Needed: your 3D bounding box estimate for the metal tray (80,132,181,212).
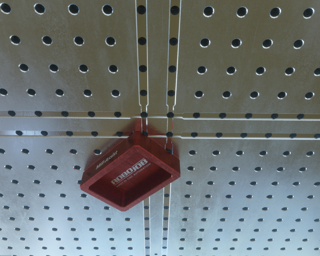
[{"bbox_3d":[-0.045,0.070,0.467,0.130,0.030,0.090,-37,121,27],"label":"metal tray"}]
